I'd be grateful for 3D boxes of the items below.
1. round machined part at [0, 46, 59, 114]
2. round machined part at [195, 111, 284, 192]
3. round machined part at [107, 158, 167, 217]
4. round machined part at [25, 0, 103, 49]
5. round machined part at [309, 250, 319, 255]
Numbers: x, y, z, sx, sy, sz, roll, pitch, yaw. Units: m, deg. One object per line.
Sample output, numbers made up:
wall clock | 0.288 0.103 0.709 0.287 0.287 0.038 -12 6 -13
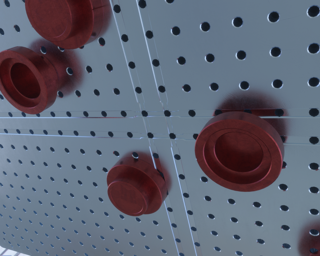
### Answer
round machined part | -0.191 -0.073 0.457 0.098 0.042 0.097 13 124 21
round machined part | 0.094 0.024 0.365 0.098 0.042 0.097 13 124 21
round machined part | -0.042 0.098 0.484 0.098 0.042 0.097 13 124 21
round machined part | -0.122 -0.144 0.377 0.098 0.042 0.097 13 124 21
round machined part | 0.228 0.198 0.402 0.098 0.042 0.097 13 124 21
